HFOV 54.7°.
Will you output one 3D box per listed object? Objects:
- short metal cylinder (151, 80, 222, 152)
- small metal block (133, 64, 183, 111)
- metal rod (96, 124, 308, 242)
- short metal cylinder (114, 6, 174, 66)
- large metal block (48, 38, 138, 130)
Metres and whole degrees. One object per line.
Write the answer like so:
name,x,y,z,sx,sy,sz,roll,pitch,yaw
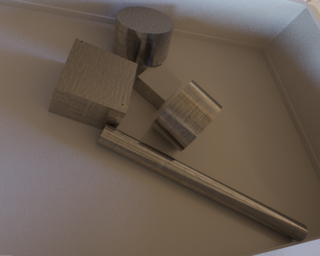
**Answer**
short metal cylinder,0.034,-0.015,0.400,0.050,0.080,0.080,43,51,0
small metal block,-0.004,-0.061,0.443,0.050,0.025,0.050,42,51,0
metal rod,0.062,0.075,0.394,0.301,0.025,0.025,28,52,-11
short metal cylinder,-0.024,-0.132,0.443,0.081,0.050,0.080,8,43,-7
large metal block,-0.080,-0.050,0.378,0.080,0.050,0.080,20,54,-17
